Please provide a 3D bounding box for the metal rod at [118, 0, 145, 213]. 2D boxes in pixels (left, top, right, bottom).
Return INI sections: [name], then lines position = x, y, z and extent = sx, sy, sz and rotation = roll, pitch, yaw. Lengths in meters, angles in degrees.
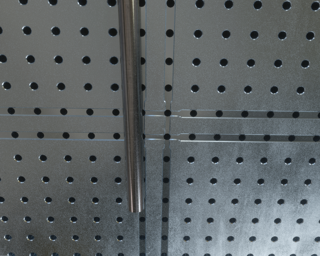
[metal rod]
position = -0.036, -0.023, 0.404
extent = 0.025, 0.025, 0.298
rotation = 0, 110, 0
